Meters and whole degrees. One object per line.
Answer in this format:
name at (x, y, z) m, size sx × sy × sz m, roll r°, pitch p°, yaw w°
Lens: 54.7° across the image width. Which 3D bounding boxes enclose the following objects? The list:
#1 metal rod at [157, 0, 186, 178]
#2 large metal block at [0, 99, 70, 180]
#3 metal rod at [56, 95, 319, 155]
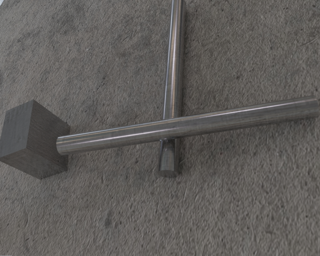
metal rod at (0.020, -0.075, 0.439) m, size 0.025 × 0.025 × 0.299 m, roll -9°, pitch 58°, yaw 23°
large metal block at (-0.179, 0.019, 0.451) m, size 0.050 × 0.080 × 0.080 m, roll -19°, pitch 54°, yaw 17°
metal rod at (0.021, 0.000, 0.363) m, size 0.301 × 0.025 × 0.025 m, roll -9°, pitch 57°, yaw 12°
